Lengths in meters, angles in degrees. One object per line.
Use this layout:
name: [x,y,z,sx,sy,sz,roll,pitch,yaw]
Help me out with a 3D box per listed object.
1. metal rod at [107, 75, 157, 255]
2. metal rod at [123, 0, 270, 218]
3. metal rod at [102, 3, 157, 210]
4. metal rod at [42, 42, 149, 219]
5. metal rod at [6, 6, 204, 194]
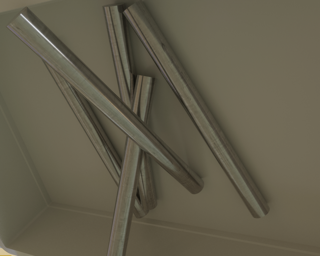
metal rod: [-0.043,0.082,0.402,0.025,0.025,0.298,14,99,20]
metal rod: [0.051,-0.012,0.373,0.025,0.025,0.299,-24,106,36]
metal rod: [-0.035,-0.009,0.419,0.025,0.025,0.298,6,121,24]
metal rod: [-0.094,0.013,0.463,0.025,0.025,0.299,-15,111,34]
metal rod: [-0.036,-0.007,0.349,0.025,0.025,0.300,-17,133,34]
